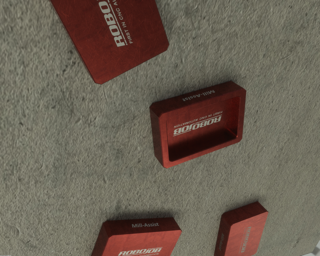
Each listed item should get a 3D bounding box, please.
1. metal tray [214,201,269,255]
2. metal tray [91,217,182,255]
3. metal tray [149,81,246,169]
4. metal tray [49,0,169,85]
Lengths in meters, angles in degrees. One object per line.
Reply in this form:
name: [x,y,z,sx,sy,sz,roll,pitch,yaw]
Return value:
metal tray: [0.162,0.216,0.626,0.091,0.030,0.129,-12,124,-22]
metal tray: [-0.038,0.191,0.501,0.131,0.030,0.089,7,115,-32]
metal tray: [0.054,-0.005,0.429,0.131,0.030,0.089,-18,126,-18]
metal tray: [-0.053,-0.118,0.301,0.090,0.030,0.130,-30,129,-9]
